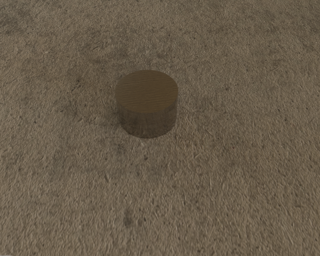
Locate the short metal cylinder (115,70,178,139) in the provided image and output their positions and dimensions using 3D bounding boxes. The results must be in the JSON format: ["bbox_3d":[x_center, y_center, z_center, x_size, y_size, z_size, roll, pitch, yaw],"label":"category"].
[{"bbox_3d":[-0.017,-0.033,0.415,0.080,0.050,0.080,0,50,0],"label":"short metal cylinder"}]
